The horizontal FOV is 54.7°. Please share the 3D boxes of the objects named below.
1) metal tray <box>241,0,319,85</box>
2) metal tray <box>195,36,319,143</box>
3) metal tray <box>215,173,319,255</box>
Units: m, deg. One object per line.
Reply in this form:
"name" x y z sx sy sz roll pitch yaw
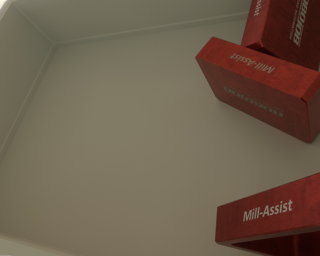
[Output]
"metal tray" 0.146 -0.125 0.350 0.030 0.091 0.130 -10 61 61
"metal tray" 0.107 -0.042 0.333 0.130 0.090 0.030 34 81 38
"metal tray" 0.112 0.070 0.220 0.129 0.091 0.030 135 149 -56
